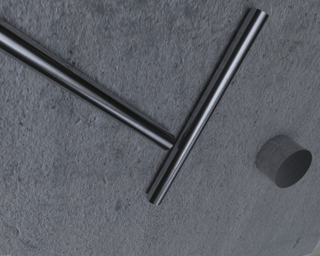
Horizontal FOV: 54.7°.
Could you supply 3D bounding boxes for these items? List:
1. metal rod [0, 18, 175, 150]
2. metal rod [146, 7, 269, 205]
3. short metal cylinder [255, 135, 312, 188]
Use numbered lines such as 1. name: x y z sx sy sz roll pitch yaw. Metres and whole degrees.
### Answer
1. metal rod: -0.087 -0.046 0.330 0.301 0.025 0.025 34 99 -39
2. metal rod: 0.058 -0.018 0.427 0.025 0.025 0.298 16 110 -35
3. short metal cylinder: 0.217 0.059 0.546 0.081 0.050 0.079 -14 124 -21
